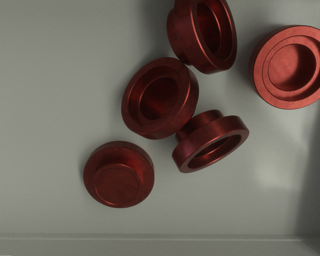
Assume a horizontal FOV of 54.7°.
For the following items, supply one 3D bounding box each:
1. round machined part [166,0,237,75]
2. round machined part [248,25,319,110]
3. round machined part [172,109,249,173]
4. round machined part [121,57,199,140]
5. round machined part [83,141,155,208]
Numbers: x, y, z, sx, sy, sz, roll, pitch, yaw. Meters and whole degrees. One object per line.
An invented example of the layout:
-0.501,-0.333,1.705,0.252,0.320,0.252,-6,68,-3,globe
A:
0.044,-0.107,0.343,0.042,0.099,0.098,-9,114,39,round machined part
0.156,-0.075,0.377,0.099,0.042,0.097,0,110,-1,round machined part
0.058,0.014,0.389,0.098,0.098,0.042,-34,66,11,round machined part
0.004,-0.032,0.371,0.098,0.098,0.042,-43,139,14,round machined part
-0.057,0.070,0.427,0.099,0.042,0.097,0,110,-1,round machined part
